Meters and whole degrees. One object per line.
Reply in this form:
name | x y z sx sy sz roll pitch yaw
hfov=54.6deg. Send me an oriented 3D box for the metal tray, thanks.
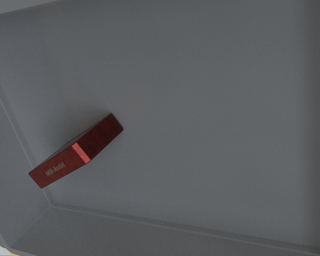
metal tray | -0.123 0.034 0.453 0.130 0.090 0.030 -28 103 37
